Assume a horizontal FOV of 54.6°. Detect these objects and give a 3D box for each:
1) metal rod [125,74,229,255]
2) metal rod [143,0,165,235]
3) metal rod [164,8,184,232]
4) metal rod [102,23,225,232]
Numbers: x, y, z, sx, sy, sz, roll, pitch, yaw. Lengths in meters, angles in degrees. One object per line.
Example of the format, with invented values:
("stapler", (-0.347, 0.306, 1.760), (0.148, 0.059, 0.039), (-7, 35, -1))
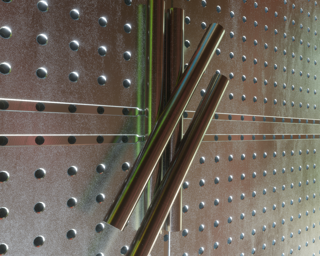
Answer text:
("metal rod", (0.023, 0.053, 0.394), (0.025, 0.025, 0.300), (42, 65, -32))
("metal rod", (-0.008, -0.014, 0.402), (0.025, 0.025, 0.298), (1, 89, -40))
("metal rod", (0.019, -0.011, 0.425), (0.025, 0.025, 0.298), (1, 89, -40))
("metal rod", (0.015, -0.017, 0.389), (0.025, 0.025, 0.300), (42, 65, -32))
